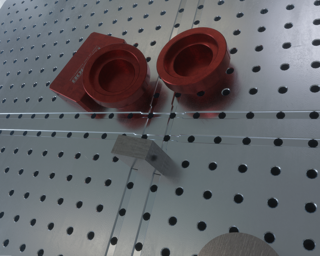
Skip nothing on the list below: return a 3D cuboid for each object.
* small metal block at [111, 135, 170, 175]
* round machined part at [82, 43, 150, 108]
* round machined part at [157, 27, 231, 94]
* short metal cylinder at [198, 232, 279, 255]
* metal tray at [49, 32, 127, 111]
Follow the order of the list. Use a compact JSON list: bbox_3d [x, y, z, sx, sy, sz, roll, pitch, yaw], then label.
[{"bbox_3d":[-0.023,0.034,0.384,0.050,0.050,0.025,8,66,31],"label":"small metal block"},{"bbox_3d":[-0.062,-0.074,0.464,0.098,0.042,0.098,-4,70,10],"label":"round machined part"},{"bbox_3d":[0.048,-0.087,0.425,0.098,0.042,0.098,-13,56,21],"label":"round machined part"},{"bbox_3d":[0.073,0.137,0.270,0.080,0.050,0.080,-13,56,21],"label":"short metal cylinder"},{"bbox_3d":[-0.118,-0.100,0.528,0.090,0.030,0.130,25,75,36],"label":"metal tray"}]
